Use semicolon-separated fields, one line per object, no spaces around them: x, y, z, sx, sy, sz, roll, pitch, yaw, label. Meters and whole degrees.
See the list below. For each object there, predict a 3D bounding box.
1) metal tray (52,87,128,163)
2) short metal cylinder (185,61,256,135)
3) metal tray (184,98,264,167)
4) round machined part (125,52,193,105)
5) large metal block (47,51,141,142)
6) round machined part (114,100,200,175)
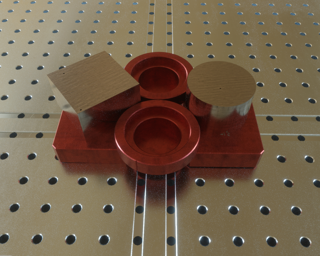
-0.082;-0.015;0.416;0.091;0.030;0.130;1;50;-1;metal tray
0.072;-0.038;0.384;0.081;0.050;0.080;0;50;0;short metal cylinder
0.078;-0.011;0.411;0.091;0.030;0.130;1;50;0;metal tray
-0.001;-0.061;0.435;0.099;0.042;0.098;0;50;0;round machined part
-0.080;-0.042;0.387;0.081;0.050;0.080;-30;56;-23;large metal block
-0.003;0.015;0.372;0.099;0.042;0.098;0;50;0;round machined part
